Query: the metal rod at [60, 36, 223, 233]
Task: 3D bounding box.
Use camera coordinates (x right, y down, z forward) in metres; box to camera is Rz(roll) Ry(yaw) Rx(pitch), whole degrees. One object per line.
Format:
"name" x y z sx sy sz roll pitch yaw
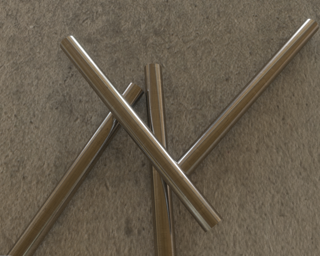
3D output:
"metal rod" -0.033 -0.004 0.381 0.025 0.025 0.300 -36 74 -12

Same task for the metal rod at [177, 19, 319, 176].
"metal rod" 0.126 -0.049 0.427 0.025 0.025 0.301 41 74 13

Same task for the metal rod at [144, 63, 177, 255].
"metal rod" 0.000 0.055 0.387 0.025 0.025 0.299 -4 70 -2

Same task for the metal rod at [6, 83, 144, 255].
"metal rod" -0.110 0.066 0.382 0.025 0.025 0.300 29 72 10
